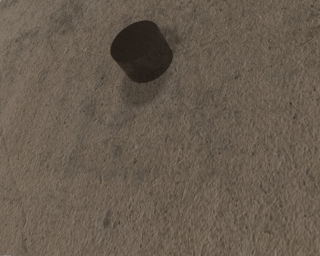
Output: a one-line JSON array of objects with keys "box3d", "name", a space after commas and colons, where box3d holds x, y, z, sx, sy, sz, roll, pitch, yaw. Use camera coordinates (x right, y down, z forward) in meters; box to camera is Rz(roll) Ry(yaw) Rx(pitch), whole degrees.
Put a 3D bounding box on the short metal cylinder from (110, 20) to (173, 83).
[{"box3d": [-0.027, -0.116, 0.472, 0.080, 0.050, 0.080, -13, 56, 20], "name": "short metal cylinder"}]
